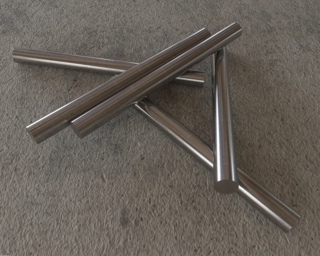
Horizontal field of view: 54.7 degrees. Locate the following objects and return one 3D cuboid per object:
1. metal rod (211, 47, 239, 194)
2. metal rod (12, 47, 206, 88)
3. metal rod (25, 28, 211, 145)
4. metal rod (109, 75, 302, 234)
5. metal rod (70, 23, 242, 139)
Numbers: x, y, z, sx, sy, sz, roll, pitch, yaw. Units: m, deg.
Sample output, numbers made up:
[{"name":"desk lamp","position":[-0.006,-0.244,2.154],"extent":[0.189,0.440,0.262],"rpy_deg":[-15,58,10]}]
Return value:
[{"name":"metal rod","position":[0.083,-0.044,0.421],"extent":[0.025,0.025,0.300],"rpy_deg":[5,44,4]},{"name":"metal rod","position":[-0.082,-0.095,0.481],"extent":[0.302,0.025,0.025],"rpy_deg":[9,51,6]},{"name":"metal rod","position":[-0.039,-0.069,0.426],"extent":[0.302,0.025,0.025],"rpy_deg":[-35,59,-26]},{"name":"metal rod","position":[0.036,0.016,0.390],"extent":[0.025,0.025,0.300],"rpy_deg":[-36,59,-26]},{"name":"metal rod","position":[0.011,-0.077,0.432],"extent":[0.302,0.025,0.025],"rpy_deg":[-36,59,-25]}]
